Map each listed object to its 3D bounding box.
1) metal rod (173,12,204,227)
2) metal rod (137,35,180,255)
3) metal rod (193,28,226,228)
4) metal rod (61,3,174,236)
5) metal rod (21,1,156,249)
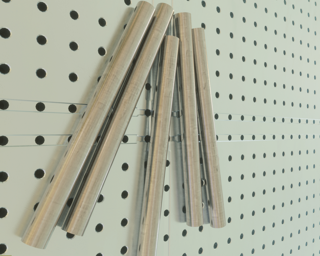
[{"bbox_3d":[0.041,-0.009,0.442,0.025,0.025,0.298,-7,94,-40],"label":"metal rod"},{"bbox_3d":[-0.002,0.027,0.406,0.025,0.025,0.299,11,83,-40],"label":"metal rod"},{"bbox_3d":[0.071,0.004,0.467,0.025,0.025,0.298,-13,98,-39],"label":"metal rod"},{"bbox_3d":[-0.043,-0.024,0.372,0.025,0.025,0.300,32,70,-35],"label":"metal rod"},{"bbox_3d":[-0.071,-0.019,0.348,0.025,0.025,0.300,34,69,-35],"label":"metal rod"}]
